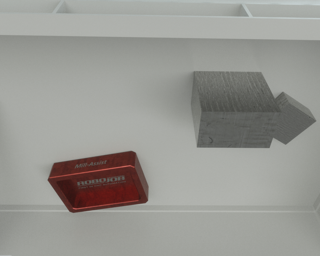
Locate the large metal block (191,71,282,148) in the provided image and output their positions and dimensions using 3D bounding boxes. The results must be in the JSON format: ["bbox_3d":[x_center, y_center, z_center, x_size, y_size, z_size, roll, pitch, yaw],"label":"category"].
[{"bbox_3d":[0.081,-0.023,0.355,0.081,0.080,0.050,1,130,-1],"label":"large metal block"}]

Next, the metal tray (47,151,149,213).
[{"bbox_3d":[-0.091,0.086,0.477,0.131,0.030,0.090,-9,130,7],"label":"metal tray"}]

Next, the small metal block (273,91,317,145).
[{"bbox_3d":[0.162,-0.012,0.402,0.050,0.025,0.050,27,125,-22],"label":"small metal block"}]
